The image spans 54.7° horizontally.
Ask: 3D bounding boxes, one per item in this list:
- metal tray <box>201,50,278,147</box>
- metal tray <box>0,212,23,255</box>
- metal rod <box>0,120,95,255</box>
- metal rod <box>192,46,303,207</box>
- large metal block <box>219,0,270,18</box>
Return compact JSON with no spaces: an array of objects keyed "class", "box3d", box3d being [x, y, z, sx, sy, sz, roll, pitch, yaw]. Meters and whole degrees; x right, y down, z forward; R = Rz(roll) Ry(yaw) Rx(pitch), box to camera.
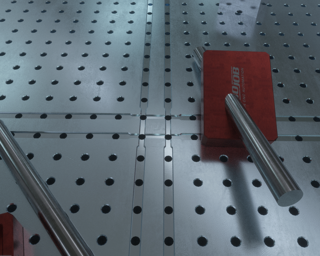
[{"class":"metal tray","box3d":[0.102,-0.041,0.414,0.091,0.030,0.130,2,69,1]},{"class":"metal tray","box3d":[-0.172,0.150,0.275,0.091,0.030,0.130,-13,51,-12]},{"class":"metal rod","box3d":[-0.120,0.087,0.332,0.025,0.025,0.300,-33,58,-25]},{"class":"metal rod","box3d":[0.093,-0.029,0.400,0.025,0.025,0.300,-8,41,-7]},{"class":"large metal block","box3d":[0.176,-0.275,0.625,0.080,0.050,0.080,25,54,19]}]
